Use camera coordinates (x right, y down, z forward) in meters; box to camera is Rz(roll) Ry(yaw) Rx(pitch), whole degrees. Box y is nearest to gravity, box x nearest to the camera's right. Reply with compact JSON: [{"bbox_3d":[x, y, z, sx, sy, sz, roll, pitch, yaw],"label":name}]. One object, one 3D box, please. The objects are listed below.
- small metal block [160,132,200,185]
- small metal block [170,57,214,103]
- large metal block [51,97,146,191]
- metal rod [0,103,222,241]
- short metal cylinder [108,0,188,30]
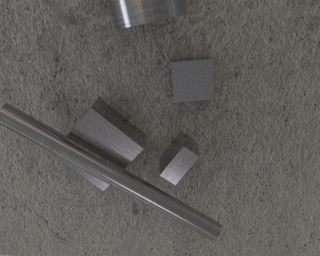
[{"bbox_3d":[0.024,0.039,0.411,0.025,0.050,0.050,34,106,-12],"label":"small metal block"},{"bbox_3d":[0.040,-0.061,0.388,0.050,0.025,0.050,-5,110,1],"label":"small metal block"},{"bbox_3d":[-0.077,0.020,0.403,0.080,0.050,0.080,39,105,-13],"label":"large metal block"},{"bbox_3d":[-0.053,0.059,0.377,0.301,0.025,0.025,32,107,-12],"label":"metal rod"},{"bbox_3d":[-0.014,-0.139,0.329,0.080,0.080,0.050,-11,110,4],"label":"short metal cylinder"}]
